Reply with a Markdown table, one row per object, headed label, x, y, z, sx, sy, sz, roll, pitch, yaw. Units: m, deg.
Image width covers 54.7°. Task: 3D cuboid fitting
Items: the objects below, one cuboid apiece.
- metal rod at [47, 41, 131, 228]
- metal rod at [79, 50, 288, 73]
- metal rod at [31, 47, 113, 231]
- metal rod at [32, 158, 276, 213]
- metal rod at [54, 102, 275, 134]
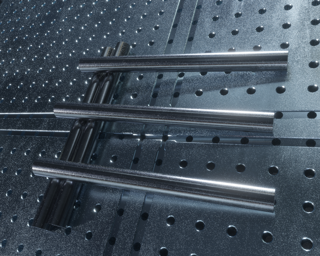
| label | x | y | z | sx | sy | sz | roll | pitch | yaw |
| --- | --- | --- | --- | --- | --- | --- | --- | --- | --- |
| metal rod | -0.097 | -0.006 | 0.460 | 0.025 | 0.025 | 0.300 | 1 | 62 | 28 |
| metal rod | 0.017 | -0.091 | 0.435 | 0.301 | 0.025 | 0.025 | 4 | 63 | 22 |
| metal rod | -0.121 | 0.001 | 0.468 | 0.025 | 0.025 | 0.300 | 1 | 62 | 28 |
| metal rod | -0.025 | 0.062 | 0.363 | 0.301 | 0.025 | 0.025 | 4 | 64 | 22 |
| metal rod | -0.011 | -0.016 | 0.403 | 0.301 | 0.025 | 0.025 | 4 | 64 | 23 |
